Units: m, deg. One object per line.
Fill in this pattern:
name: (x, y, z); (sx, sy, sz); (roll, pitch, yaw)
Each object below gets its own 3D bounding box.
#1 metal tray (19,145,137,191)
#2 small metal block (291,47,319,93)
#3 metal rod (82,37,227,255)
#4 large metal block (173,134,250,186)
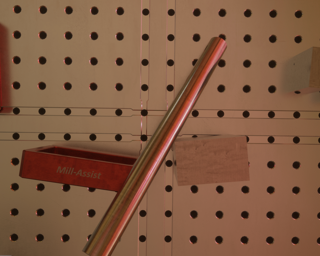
metal tray: (-0.088, 0.048, 0.380); (0.131, 0.090, 0.030); (8, 90, 0)
small metal block: (0.196, -0.073, 0.402); (0.025, 0.050, 0.050); (6, 90, 0)
metal rod: (0.009, 0.002, 0.347); (0.025, 0.025, 0.300); (31, 63, 0)
large metal block: (0.058, 0.037, 0.386); (0.080, 0.080, 0.050); (-4, 90, 0)
